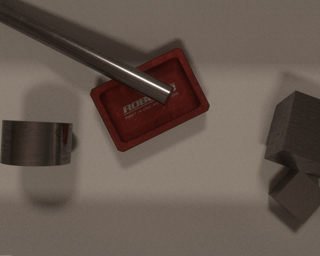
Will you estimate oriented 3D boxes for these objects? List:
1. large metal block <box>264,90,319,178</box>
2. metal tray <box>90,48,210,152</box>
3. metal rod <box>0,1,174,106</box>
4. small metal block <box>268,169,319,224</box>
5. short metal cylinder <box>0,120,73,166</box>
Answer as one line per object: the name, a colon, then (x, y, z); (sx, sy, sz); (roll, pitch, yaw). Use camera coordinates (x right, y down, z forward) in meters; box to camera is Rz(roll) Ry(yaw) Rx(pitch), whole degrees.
large metal block: (0.188, 0.010, 0.390); (0.080, 0.050, 0.080); (20, 71, -1)
metal tray: (-0.013, -0.036, 0.408); (0.131, 0.030, 0.090); (-26, 90, -1)
metal rod: (-0.121, -0.107, 0.390); (0.301, 0.025, 0.025); (28, 90, 7)
small metal block: (0.184, 0.089, 0.414); (0.050, 0.025, 0.050); (42, 90, 0)
short metal cylinder: (-0.151, 0.017, 0.382); (0.081, 0.080, 0.050); (3, 90, -1)
